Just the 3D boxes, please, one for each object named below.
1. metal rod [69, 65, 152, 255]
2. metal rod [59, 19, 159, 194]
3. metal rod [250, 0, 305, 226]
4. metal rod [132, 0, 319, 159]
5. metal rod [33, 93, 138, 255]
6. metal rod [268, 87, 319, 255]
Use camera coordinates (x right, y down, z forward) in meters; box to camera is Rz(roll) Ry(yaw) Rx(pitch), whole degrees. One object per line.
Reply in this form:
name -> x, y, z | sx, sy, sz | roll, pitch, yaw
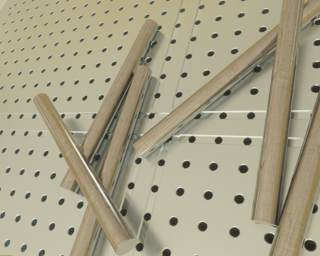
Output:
metal rod -> -0.062, 0.043, 0.415 | 0.025, 0.025, 0.300 | 2, 62, 29
metal rod -> -0.070, -0.045, 0.473 | 0.025, 0.025, 0.300 | 10, 67, 32
metal rod -> 0.136, -0.046, 0.346 | 0.025, 0.025, 0.299 | 4, 69, 30
metal rod -> 0.088, -0.065, 0.402 | 0.300, 0.025, 0.025 | -39, 51, 1
metal rod -> -0.114, 0.038, 0.412 | 0.025, 0.025, 0.300 | -43, 51, -1
metal rod -> 0.150, 0.034, 0.308 | 0.025, 0.025, 0.300 | 13, 68, 33
